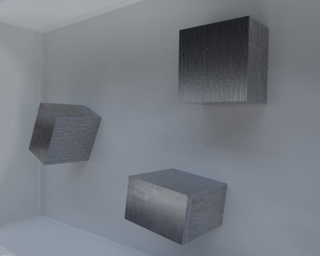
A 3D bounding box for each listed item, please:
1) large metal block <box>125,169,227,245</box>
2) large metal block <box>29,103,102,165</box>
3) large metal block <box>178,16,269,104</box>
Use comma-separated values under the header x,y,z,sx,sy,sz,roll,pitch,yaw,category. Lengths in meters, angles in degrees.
x,y,z,sx,sy,sz,roll,pitch,yaw,category
0.019,0.083,0.354,0.080,0.081,0.050,10,97,39,large metal block
-0.150,0.008,0.491,0.050,0.081,0.079,32,110,35,large metal block
0.067,-0.066,0.334,0.080,0.050,0.079,2,91,39,large metal block
